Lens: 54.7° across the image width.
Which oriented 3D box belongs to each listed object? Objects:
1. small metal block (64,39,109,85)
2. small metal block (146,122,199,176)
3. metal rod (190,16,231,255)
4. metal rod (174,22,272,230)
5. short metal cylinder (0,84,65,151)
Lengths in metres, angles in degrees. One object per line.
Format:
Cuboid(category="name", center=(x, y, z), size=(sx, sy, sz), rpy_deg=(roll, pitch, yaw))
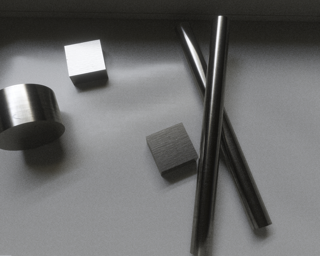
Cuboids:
Cuboid(category="small metal block", center=(-0.105, -0.094, 0.443), size=(0.050, 0.025, 0.050), rpy_deg=(-12, 71, -5))
Cuboid(category="small metal block", center=(0.015, 0.027, 0.400), size=(0.050, 0.025, 0.050), rpy_deg=(-22, 72, -8))
Cuboid(category="metal rod", center=(0.065, 0.001, 0.388), size=(0.025, 0.025, 0.299), rpy_deg=(7, 78, 2))
Cuboid(category="metal rod", center=(0.077, -0.017, 0.416), size=(0.025, 0.025, 0.299), rpy_deg=(-16, 71, -6))
Cuboid(category="short metal cylinder", center=(-0.165, -0.012, 0.383), size=(0.081, 0.080, 0.050), rpy_deg=(-20, 72, -7))
